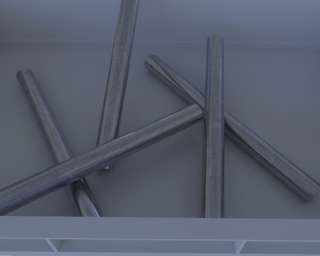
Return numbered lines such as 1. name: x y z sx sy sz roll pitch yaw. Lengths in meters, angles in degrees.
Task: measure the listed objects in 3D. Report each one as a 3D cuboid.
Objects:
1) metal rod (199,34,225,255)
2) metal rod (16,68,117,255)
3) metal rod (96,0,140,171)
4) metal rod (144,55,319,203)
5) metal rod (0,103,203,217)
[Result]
1. metal rod: 0.067 -0.003 0.382 0.025 0.025 0.300 5 58 4
2. metal rod: -0.129 0.020 0.386 0.025 0.025 0.300 -24 54 -19
3. metal rod: -0.050 -0.095 0.404 0.025 0.025 0.299 6 75 4
4. metal rod: 0.079 -0.016 0.419 0.025 0.025 0.300 -32 57 -24
5. metal rod: -0.079 0.038 0.336 0.302 0.025 0.025 -25 55 -23
